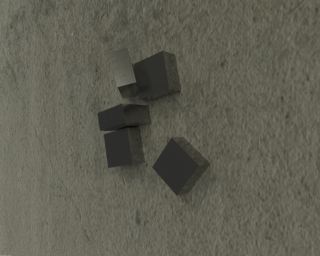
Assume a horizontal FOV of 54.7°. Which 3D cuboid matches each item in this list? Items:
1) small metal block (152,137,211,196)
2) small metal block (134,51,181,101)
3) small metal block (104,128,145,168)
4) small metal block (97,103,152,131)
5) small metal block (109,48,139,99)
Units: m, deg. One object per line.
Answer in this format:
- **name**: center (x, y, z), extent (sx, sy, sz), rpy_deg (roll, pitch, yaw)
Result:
- **small metal block**: center (0.025, 0.046, 0.383), extent (0.050, 0.025, 0.050), rpy_deg (46, 117, 30)
- **small metal block**: center (-0.004, -0.067, 0.406), extent (0.050, 0.025, 0.050), rpy_deg (-15, 81, 38)
- **small metal block**: center (-0.052, 0.029, 0.446), extent (0.050, 0.025, 0.050), rpy_deg (-15, 81, 38)
- **small metal block**: center (-0.049, -0.014, 0.427), extent (0.050, 0.050, 0.025), rpy_deg (-17, 80, 38)
- **small metal block**: center (-0.048, -0.073, 0.423), extent (0.025, 0.050, 0.050), rpy_deg (-15, 78, -1)
